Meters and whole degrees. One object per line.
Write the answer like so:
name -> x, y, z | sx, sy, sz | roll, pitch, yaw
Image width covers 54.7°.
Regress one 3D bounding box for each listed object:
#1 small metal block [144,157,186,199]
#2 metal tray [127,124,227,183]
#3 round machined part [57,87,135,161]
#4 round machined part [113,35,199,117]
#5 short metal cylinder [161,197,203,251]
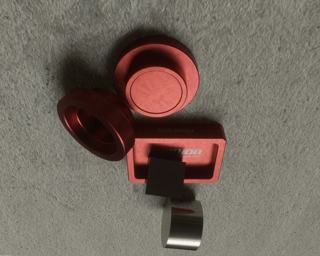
small metal block -> 0.006, 0.069, 0.430 | 0.050, 0.050, 0.025 | 9, 170, -8
metal tray -> 0.020, 0.037, 0.435 | 0.131, 0.030, 0.089 | 0, 130, -1
round machined part -> -0.070, -0.009, 0.368 | 0.098, 0.042, 0.097 | 25, 144, 20
round machined part -> -0.004, -0.051, 0.353 | 0.099, 0.042, 0.097 | -1, 130, 0
short metal cylinder -> 0.034, 0.155, 0.504 | 0.050, 0.080, 0.079 | 9, 130, -8
